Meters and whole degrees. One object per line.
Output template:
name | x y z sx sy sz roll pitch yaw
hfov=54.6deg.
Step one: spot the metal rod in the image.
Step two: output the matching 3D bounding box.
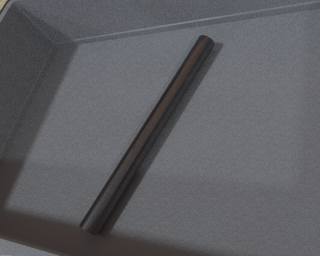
metal rod | -0.010 -0.001 0.409 0.025 0.025 0.300 22 73 36
